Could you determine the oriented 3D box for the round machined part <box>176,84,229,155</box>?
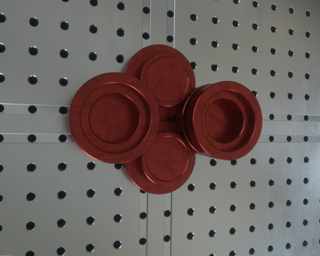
[{"bbox_3d":[0.067,-0.010,0.427,0.099,0.042,0.097,0,90,-20],"label":"round machined part"}]

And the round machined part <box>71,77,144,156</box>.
[{"bbox_3d":[-0.061,-0.011,0.380,0.099,0.042,0.097,0,90,-20],"label":"round machined part"}]

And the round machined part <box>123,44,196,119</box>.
[{"bbox_3d":[0.003,-0.060,0.404,0.099,0.042,0.097,0,90,-20],"label":"round machined part"}]

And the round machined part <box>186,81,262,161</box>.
[{"bbox_3d":[0.078,-0.009,0.397,0.099,0.042,0.097,0,90,-20],"label":"round machined part"}]

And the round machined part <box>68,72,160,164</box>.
[{"bbox_3d":[-0.053,-0.011,0.349,0.099,0.042,0.097,0,90,-20],"label":"round machined part"}]

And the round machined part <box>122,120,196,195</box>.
[{"bbox_3d":[0.003,0.038,0.404,0.099,0.042,0.097,0,90,-20],"label":"round machined part"}]
